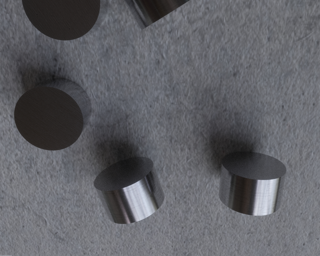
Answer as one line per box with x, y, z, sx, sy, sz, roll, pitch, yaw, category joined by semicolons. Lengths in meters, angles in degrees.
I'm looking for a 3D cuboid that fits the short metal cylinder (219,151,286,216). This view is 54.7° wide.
0.120;0.070;0.408;0.081;0.080;0.050;1;110;-1;short metal cylinder

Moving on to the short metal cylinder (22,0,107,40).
-0.102;-0.140;0.343;0.081;0.050;0.079;0;110;-1;short metal cylinder

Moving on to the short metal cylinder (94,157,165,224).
-0.040;0.080;0.409;0.080;0.080;0.050;-16;110;5;short metal cylinder

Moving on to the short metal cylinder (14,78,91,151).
-0.131;-0.018;0.388;0.081;0.050;0.079;0;110;-1;short metal cylinder

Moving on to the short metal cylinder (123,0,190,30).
0.001;-0.147;0.326;0.080;0.080;0.050;-29;108;10;short metal cylinder
